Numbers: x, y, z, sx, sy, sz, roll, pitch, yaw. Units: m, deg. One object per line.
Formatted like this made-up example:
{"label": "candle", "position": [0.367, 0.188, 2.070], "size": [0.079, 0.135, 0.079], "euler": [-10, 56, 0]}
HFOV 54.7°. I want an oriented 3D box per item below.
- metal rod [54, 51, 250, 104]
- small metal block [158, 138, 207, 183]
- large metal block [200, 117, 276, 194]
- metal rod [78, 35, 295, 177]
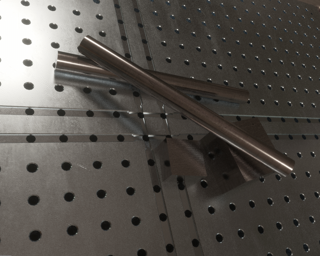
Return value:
{"label": "metal rod", "position": [0.005, -0.068, 0.454], "size": [0.302, 0.025, 0.025], "euler": [7, 59, -25]}
{"label": "small metal block", "position": [0.028, 0.042, 0.399], "size": [0.050, 0.025, 0.050], "euler": [6, 59, -25]}
{"label": "large metal block", "position": [0.113, 0.037, 0.433], "size": [0.081, 0.050, 0.080], "euler": [-11, 68, -33]}
{"label": "metal rod", "position": [0.032, -0.028, 0.389], "size": [0.301, 0.025, 0.025], "euler": [32, 51, 1]}
